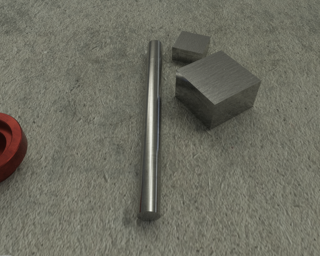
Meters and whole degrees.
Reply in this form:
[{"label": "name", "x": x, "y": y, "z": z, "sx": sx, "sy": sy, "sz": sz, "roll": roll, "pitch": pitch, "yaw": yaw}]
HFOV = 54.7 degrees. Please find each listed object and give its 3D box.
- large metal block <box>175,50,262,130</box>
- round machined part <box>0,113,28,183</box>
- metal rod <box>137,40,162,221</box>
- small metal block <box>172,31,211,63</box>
[{"label": "large metal block", "x": 0.078, "y": -0.055, "z": 0.434, "sx": 0.081, "sy": 0.050, "sz": 0.080, "roll": -27, "pitch": 55, "yaw": -21}, {"label": "round machined part", "x": -0.207, "y": 0.031, "z": 0.365, "sx": 0.099, "sy": 0.042, "sz": 0.098, "roll": 0, "pitch": 50, "yaw": 0}, {"label": "metal rod", "x": -0.010, "y": -0.022, "z": 0.421, "sx": 0.025, "sy": 0.025, "sz": 0.300, "roll": 1, "pitch": 50, "yaw": 0}, {"label": "small metal block", "x": 0.052, "y": -0.133, "z": 0.515, "sx": 0.050, "sy": 0.025, "sz": 0.050, "roll": 16, "pitch": 52, "yaw": 13}]
